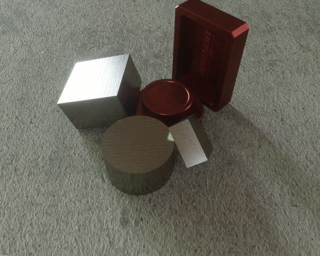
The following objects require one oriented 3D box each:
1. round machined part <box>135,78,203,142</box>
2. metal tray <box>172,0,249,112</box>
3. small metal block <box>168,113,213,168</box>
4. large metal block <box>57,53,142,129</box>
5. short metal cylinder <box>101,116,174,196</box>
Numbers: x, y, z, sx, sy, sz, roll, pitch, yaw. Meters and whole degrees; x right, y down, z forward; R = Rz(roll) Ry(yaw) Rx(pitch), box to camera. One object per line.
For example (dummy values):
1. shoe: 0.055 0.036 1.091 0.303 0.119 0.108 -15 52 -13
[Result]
1. round machined part: 0.009 -0.029 0.420 0.099 0.042 0.098 0 50 0
2. metal tray: 0.060 -0.094 0.414 0.030 0.129 0.090 -37 60 -27
3. small metal block: 0.038 0.013 0.364 0.025 0.050 0.050 -25 92 19
4. large metal block: -0.076 -0.048 0.412 0.080 0.050 0.080 -6 48 17
5. short metal cylinder: -0.025 0.032 0.362 0.081 0.050 0.080 0 50 0
